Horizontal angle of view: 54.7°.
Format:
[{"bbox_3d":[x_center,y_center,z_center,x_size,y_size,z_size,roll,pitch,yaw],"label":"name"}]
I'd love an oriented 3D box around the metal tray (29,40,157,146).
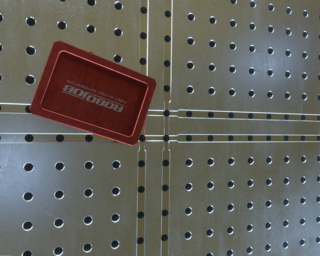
[{"bbox_3d":[-0.079,-0.039,0.381,0.131,0.030,0.090,19,83,-19],"label":"metal tray"}]
